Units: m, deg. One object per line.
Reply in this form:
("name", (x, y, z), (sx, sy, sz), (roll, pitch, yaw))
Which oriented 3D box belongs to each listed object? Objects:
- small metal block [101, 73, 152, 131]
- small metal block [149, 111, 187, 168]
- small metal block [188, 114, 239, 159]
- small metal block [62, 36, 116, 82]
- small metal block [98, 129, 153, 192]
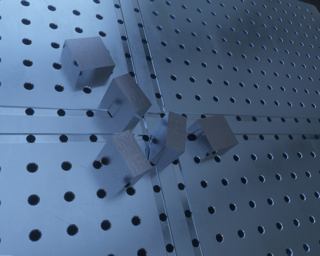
("small metal block", (-0.043, -0.032, 0.390), (0.025, 0.050, 0.050), (-28, 78, -38))
("small metal block", (0.009, 0.015, 0.390), (0.025, 0.050, 0.050), (19, 54, -18))
("small metal block", (0.077, 0.011, 0.445), (0.050, 0.025, 0.050), (-13, 69, -34))
("small metal block", (-0.096, -0.093, 0.414), (0.050, 0.025, 0.050), (-18, 71, -35))
("small metal block", (-0.041, 0.037, 0.349), (0.025, 0.050, 0.050), (-23, 74, -36))
